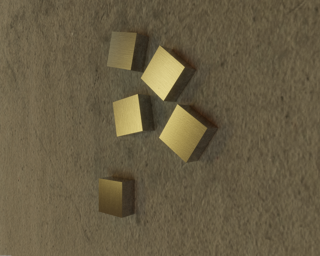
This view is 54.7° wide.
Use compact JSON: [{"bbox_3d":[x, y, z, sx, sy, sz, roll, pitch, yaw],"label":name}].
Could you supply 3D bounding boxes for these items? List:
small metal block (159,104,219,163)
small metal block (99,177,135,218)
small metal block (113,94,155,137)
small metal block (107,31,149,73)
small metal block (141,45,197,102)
[{"bbox_3d":[0.034,0.006,0.376,0.050,0.025,0.050,42,115,31],"label":"small metal block"},{"bbox_3d":[-0.064,0.100,0.455,0.050,0.025,0.050,0,90,39],"label":"small metal block"},{"bbox_3d":[-0.037,-0.016,0.433,0.050,0.025,0.050,-13,82,39],"label":"small metal block"},{"bbox_3d":[-0.046,-0.108,0.441,0.050,0.025,0.050,17,101,38],"label":"small metal block"},{"bbox_3d":[0.010,-0.069,0.395,0.050,0.025,0.050,48,118,29],"label":"small metal block"}]
